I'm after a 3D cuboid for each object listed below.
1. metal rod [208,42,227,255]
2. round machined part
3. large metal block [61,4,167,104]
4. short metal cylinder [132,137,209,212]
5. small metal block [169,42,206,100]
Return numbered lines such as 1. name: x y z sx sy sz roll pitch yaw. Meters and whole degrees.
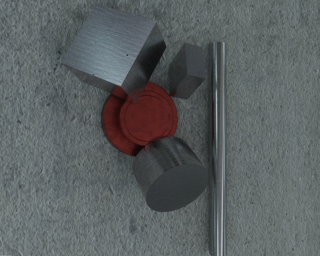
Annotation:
1. metal rod: 0.082 0.030 0.440 0.025 0.025 0.298 0 90 -20
2. round machined part: -0.022 -0.012 0.393 0.099 0.042 0.097 0 90 -20
3. large metal block: -0.051 -0.085 0.357 0.080 0.050 0.080 24 80 20
4. short metal cylinder: 0.012 0.057 0.381 0.081 0.050 0.079 -14 131 -17
5. small metal block: 0.034 -0.072 0.400 0.025 0.050 0.050 11 60 -20
